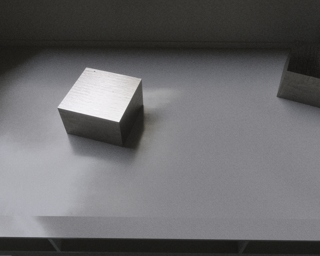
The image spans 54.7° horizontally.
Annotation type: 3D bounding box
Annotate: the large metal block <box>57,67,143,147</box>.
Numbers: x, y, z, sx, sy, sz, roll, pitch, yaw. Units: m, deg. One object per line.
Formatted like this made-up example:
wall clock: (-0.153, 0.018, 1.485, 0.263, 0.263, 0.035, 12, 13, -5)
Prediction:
large metal block: (-0.074, -0.029, 0.413, 0.080, 0.050, 0.080, 13, 51, 11)

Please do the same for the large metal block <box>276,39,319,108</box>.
large metal block: (0.226, -0.079, 0.457, 0.080, 0.050, 0.080, 18, 52, 14)
